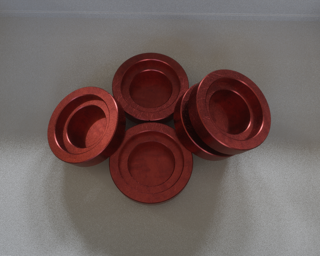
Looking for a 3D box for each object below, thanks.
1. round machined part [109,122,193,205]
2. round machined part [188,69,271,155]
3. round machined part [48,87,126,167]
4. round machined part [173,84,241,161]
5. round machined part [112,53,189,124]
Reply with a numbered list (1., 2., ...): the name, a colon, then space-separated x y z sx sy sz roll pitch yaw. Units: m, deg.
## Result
1. round machined part: -0.010 0.045 0.381 0.099 0.042 0.098 0 70 0
2. round machined part: 0.077 -0.016 0.364 0.099 0.042 0.098 8 68 -21
3. round machined part: -0.086 0.001 0.387 0.098 0.042 0.098 -7 68 19
4. round machined part: 0.061 -0.006 0.390 0.099 0.042 0.098 8 68 -21
5. round machined part: -0.012 -0.048 0.416 0.099 0.042 0.098 0 70 0
